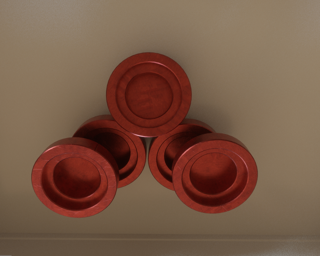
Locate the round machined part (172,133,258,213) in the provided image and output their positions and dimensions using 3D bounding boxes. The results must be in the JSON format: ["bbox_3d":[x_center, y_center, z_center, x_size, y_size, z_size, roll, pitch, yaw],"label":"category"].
[{"bbox_3d":[0.063,0.051,0.376,0.099,0.042,0.097,0,110,0],"label":"round machined part"}]

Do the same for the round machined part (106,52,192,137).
[{"bbox_3d":[-0.013,-0.039,0.376,0.099,0.042,0.097,0,92,-2],"label":"round machined part"}]

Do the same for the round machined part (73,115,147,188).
[{"bbox_3d":[-0.067,0.028,0.410,0.099,0.042,0.097,0,110,0],"label":"round machined part"}]

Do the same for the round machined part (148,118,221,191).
[{"bbox_3d":[0.034,0.033,0.413,0.099,0.042,0.097,0,110,0],"label":"round machined part"}]

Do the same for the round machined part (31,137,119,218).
[{"bbox_3d":[-0.098,0.056,0.376,0.099,0.042,0.097,0,110,0],"label":"round machined part"}]
